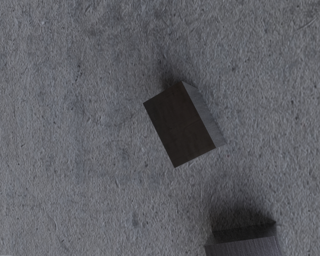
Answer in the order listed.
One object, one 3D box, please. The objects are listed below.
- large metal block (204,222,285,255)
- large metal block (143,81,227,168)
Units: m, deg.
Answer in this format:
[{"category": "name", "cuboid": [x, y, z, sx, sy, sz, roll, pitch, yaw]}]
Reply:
[{"category": "large metal block", "cuboid": [0.105, 0.162, 0.359, 0.080, 0.050, 0.080, -16, 85, 19]}, {"category": "large metal block", "cuboid": [0.033, -0.004, 0.368, 0.050, 0.080, 0.080, -29, 81, 18]}]
